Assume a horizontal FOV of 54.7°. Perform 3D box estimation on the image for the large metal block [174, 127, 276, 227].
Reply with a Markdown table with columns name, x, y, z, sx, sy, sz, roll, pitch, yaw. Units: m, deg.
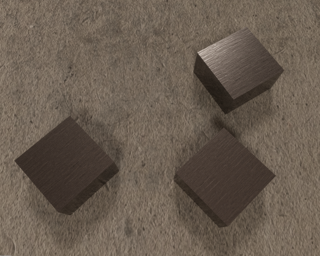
| name | x | y | z | sx | sy | sz | roll | pitch | yaw |
| --- | --- | --- | --- | --- | --- | --- | --- | --- | --- |
| large metal block | 0.074 | 0.061 | 0.374 | 0.080 | 0.050 | 0.080 | -41 | 76 | -14 |

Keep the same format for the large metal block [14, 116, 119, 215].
| name | x | y | z | sx | sy | sz | roll | pitch | yaw |
| --- | --- | --- | --- | --- | --- | --- | --- | --- | --- |
| large metal block | -0.109 | 0.046 | 0.377 | 0.080 | 0.050 | 0.080 | -43 | 76 | -14 |

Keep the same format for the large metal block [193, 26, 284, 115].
| name | x | y | z | sx | sy | sz | roll | pitch | yaw |
| --- | --- | --- | --- | --- | --- | --- | --- | --- | --- |
| large metal block | 0.104 | -0.078 | 0.425 | 0.080 | 0.050 | 0.080 | -30 | 73 | -11 |
